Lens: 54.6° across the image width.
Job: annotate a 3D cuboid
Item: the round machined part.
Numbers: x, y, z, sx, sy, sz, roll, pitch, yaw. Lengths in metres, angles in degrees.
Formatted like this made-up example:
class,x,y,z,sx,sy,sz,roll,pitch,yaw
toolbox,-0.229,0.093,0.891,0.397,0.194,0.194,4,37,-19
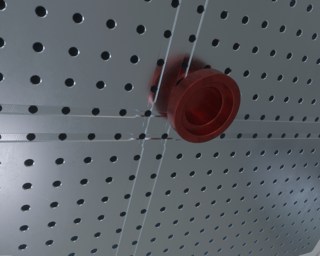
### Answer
class,x,y,z,sx,sy,sz,roll,pitch,yaw
round machined part,0.053,-0.032,0.409,0.099,0.042,0.097,-14,124,-21
